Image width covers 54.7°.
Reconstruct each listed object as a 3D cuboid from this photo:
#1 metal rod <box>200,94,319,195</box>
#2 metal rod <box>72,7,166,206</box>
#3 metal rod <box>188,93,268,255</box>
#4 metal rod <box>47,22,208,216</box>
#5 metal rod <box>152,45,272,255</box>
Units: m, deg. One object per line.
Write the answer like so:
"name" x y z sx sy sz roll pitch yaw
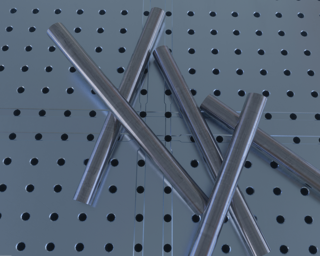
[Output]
"metal rod" 0.179 0.052 0.394 0.300 0.025 0.025 37 74 12
"metal rod" -0.049 -0.043 0.426 0.025 0.025 0.299 17 71 6
"metal rod" 0.064 0.098 0.355 0.025 0.025 0.299 21 79 7
"metal rod" -0.042 -0.015 0.392 0.025 0.025 0.300 -39 84 -13
"metal rod" 0.059 0.017 0.406 0.025 0.025 0.299 -22 72 -8
